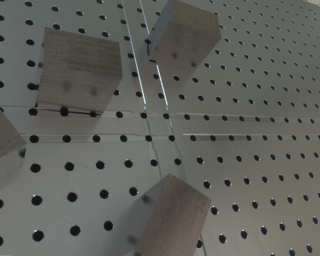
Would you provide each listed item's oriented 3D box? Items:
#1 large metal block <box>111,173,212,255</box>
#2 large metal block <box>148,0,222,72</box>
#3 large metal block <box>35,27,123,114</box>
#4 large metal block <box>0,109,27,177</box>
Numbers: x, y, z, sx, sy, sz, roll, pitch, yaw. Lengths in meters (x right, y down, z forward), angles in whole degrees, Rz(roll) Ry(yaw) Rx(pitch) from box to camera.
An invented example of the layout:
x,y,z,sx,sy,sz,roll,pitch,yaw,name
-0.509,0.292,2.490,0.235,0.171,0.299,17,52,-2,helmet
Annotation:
x,y,z,sx,sy,sz,roll,pitch,yaw,name
-0.001,0.103,0.309,0.050,0.080,0.080,34,51,-6,large metal block
0.035,-0.140,0.476,0.081,0.080,0.050,11,57,-22,large metal block
-0.096,-0.061,0.358,0.081,0.080,0.050,5,60,-26,large metal block
-0.184,0.014,0.284,0.080,0.050,0.080,-35,82,-38,large metal block
